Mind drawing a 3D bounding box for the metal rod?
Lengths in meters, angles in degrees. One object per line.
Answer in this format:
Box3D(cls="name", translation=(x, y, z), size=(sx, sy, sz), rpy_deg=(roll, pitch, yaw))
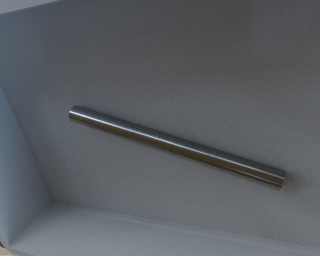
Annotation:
Box3D(cls="metal rod", translation=(0.009, 0.020, 0.415), size=(0.301, 0.025, 0.025), rpy_deg=(17, 125, 18))
